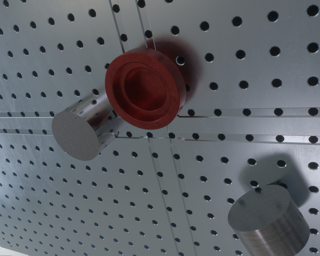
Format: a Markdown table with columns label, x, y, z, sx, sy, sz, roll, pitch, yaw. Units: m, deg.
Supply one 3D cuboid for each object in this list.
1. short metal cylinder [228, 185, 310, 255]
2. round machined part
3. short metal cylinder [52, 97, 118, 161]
| label | x | y | z | sx | sy | sz | roll | pitch | yaw |
| --- | --- | --- | --- | --- | --- | --- | --- | --- | --- |
| short metal cylinder | 0.131 | 0.115 | 0.378 | 0.080 | 0.080 | 0.050 | -25 | 105 | 37 |
| round machined part | -0.014 | -0.050 | 0.377 | 0.098 | 0.042 | 0.097 | 13 | 124 | 21 |
| short metal cylinder | -0.109 | 0.001 | 0.453 | 0.080 | 0.050 | 0.079 | 13 | 124 | 21 |
